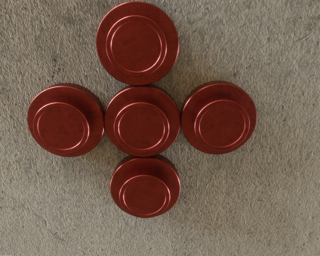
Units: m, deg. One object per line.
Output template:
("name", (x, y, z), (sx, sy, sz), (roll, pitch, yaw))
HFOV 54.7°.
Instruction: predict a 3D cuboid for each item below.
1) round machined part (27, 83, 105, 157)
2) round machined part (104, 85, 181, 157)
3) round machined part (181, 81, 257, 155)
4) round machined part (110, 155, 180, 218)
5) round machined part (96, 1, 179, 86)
("round machined part", (-0.121, -0.006, 0.398), (0.099, 0.042, 0.097), (0, 110, -1))
("round machined part", (-0.023, -0.006, 0.400), (0.099, 0.042, 0.097), (0, 110, -1))
("round machined part", (0.076, -0.009, 0.400), (0.099, 0.042, 0.097), (0, 110, -1))
("round machined part", (-0.020, 0.086, 0.433), (0.099, 0.042, 0.097), (0, 110, -1))
("round machined part", (-0.027, -0.098, 0.366), (0.099, 0.042, 0.097), (0, 110, -1))
